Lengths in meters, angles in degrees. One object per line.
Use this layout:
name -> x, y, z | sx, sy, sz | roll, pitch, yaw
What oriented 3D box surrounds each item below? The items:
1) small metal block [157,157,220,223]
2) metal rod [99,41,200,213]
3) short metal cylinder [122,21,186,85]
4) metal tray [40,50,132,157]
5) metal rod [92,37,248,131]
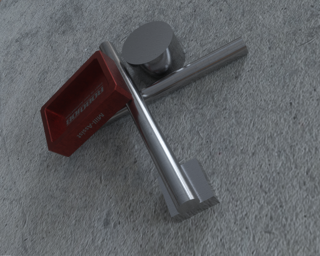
small metal block -> 0.031, 0.069, 0.345 | 0.050, 0.025, 0.050 | -29, 52, 9
metal rod -> -0.028, -0.025, 0.402 | 0.025, 0.025, 0.300 | -34, 52, 6
short metal cylinder -> -0.009, -0.111, 0.459 | 0.080, 0.050, 0.080 | -13, 56, 20
metal tray -> -0.106, -0.034, 0.427 | 0.130, 0.030, 0.090 | -41, 50, 15
metal rod -> -0.020, -0.045, 0.442 | 0.301, 0.025, 0.025 | -26, 53, 11
